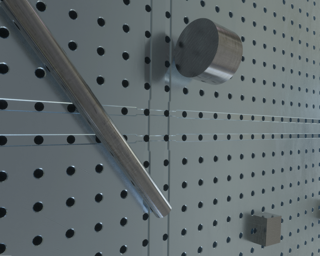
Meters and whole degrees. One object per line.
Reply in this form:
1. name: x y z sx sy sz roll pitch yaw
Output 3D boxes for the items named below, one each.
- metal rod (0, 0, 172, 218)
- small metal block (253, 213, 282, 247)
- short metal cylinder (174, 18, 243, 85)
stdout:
1. metal rod: -0.068 -0.006 0.352 0.025 0.025 0.299 -47 118 -30
2. small metal block: 0.201 0.189 0.579 0.050 0.025 0.050 7 86 -40
3. short metal cylinder: 0.066 -0.104 0.428 0.050 0.080 0.080 8 85 -40
